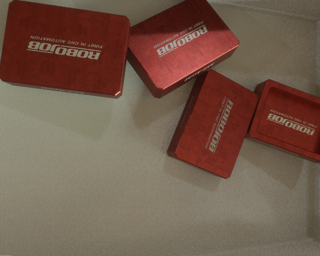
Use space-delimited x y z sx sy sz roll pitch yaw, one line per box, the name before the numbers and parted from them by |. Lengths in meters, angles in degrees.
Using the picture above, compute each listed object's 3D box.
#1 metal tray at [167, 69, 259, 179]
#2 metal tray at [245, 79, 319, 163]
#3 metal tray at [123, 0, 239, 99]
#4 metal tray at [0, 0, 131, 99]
metal tray | 0.076 -0.005 0.436 0.090 0.030 0.130 25 82 -18
metal tray | 0.199 -0.008 0.463 0.131 0.030 0.090 19 84 -5
metal tray | 0.025 -0.108 0.401 0.131 0.030 0.090 -32 80 -17
metal tray | -0.104 -0.087 0.350 0.131 0.030 0.089 7 88 -4
